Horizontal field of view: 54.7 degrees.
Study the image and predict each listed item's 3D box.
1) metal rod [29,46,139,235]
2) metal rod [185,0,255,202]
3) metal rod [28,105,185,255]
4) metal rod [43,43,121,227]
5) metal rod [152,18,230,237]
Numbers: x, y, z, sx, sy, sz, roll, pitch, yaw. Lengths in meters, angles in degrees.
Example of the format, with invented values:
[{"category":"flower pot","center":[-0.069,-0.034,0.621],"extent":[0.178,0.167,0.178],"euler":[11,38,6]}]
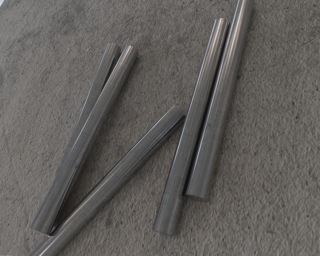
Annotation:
[{"category":"metal rod","center":[-0.096,0.000,0.440],"extent":[0.025,0.025,0.300],"euler":[5,60,30]},{"category":"metal rod","center":[0.082,-0.055,0.394],"extent":[0.025,0.025,0.300],"euler":[4,64,30]},{"category":"metal rod","center":[-0.078,0.087,0.391],"extent":[0.300,0.025,0.025],"euler":[-46,51,-5]},{"category":"metal rod","center":[-0.113,-0.005,0.466],"extent":[0.025,0.025,0.300],"euler":[0,62,28]},{"category":"metal rod","center":[0.046,-0.018,0.390],"extent":[0.025,0.025,0.300],"euler":[4,64,30]}]
